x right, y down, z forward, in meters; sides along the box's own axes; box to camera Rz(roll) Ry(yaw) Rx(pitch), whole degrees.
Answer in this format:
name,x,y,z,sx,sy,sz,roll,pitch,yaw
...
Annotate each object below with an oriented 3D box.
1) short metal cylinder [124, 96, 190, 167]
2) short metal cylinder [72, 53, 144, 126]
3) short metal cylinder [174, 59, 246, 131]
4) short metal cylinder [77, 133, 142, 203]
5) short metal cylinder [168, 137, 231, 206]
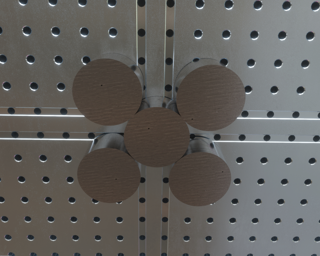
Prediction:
name,x,y,z,sx,sy,sz,roll,pitch,yaw
short metal cylinder,-0.004,0.004,0.401,0.081,0.050,0.079,0,110,-1
short metal cylinder,-0.061,-0.049,0.381,0.081,0.050,0.079,0,110,-1
short metal cylinder,0.059,-0.042,0.383,0.081,0.050,0.079,0,110,-1
short metal cylinder,-0.065,0.053,0.418,0.081,0.050,0.079,0,110,-1
short metal cylinder,0.051,0.058,0.422,0.081,0.050,0.079,0,110,-1
